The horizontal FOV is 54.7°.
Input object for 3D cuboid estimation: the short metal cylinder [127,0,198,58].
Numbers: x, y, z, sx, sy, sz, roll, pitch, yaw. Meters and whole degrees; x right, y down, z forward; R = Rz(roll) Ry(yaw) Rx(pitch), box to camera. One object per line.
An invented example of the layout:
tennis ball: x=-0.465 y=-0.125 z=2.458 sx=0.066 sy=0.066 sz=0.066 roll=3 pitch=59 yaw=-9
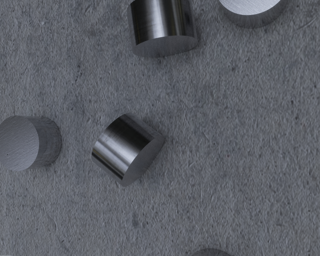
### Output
short metal cylinder: x=0.003 y=-0.123 z=0.379 sx=0.080 sy=0.080 sz=0.050 roll=-9 pitch=87 yaw=20

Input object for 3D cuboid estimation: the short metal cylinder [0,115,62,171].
short metal cylinder: x=-0.196 y=0.022 z=0.465 sx=0.080 sy=0.050 sz=0.080 roll=0 pitch=90 yaw=20

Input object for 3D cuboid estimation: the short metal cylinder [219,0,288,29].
short metal cylinder: x=0.108 y=-0.162 z=0.357 sx=0.080 sy=0.050 sz=0.080 roll=0 pitch=90 yaw=20

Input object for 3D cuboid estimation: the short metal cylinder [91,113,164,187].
short metal cylinder: x=-0.040 y=0.027 z=0.394 sx=0.050 sy=0.080 sz=0.080 roll=37 pitch=102 yaw=16

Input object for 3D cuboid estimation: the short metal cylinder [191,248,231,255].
short metal cylinder: x=0.061 y=0.195 z=0.374 sx=0.080 sy=0.050 sz=0.080 roll=0 pitch=90 yaw=20
